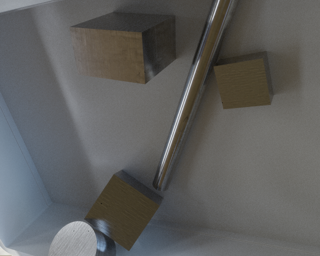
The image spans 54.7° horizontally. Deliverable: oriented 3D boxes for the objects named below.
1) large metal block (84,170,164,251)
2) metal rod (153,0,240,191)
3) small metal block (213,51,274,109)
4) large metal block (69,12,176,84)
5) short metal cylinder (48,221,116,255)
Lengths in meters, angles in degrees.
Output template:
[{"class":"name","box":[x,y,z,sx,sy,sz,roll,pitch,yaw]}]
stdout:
[{"class":"large metal block","box":[-0.053,0.122,0.470,0.080,0.050,0.080,34,93,5]},{"class":"metal rod","box":[0.036,-0.031,0.369,0.025,0.025,0.298,26,127,12]},{"class":"small metal block","box":[0.090,-0.050,0.330,0.050,0.025,0.050,-4,117,30]},{"class":"large metal block","box":[-0.035,-0.090,0.335,0.080,0.080,0.050,11,123,22]},{"class":"short metal cylinder","box":[-0.111,0.181,0.446,0.080,0.080,0.050,1,152,27]}]
